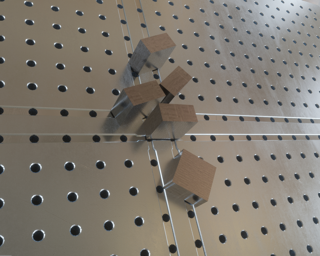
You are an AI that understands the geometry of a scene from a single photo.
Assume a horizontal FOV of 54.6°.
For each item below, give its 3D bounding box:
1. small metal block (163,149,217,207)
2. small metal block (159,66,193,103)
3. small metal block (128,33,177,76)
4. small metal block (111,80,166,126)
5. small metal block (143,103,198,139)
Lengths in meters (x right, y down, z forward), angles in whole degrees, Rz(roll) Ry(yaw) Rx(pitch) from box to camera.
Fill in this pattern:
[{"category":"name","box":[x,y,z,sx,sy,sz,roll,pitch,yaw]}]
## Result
[{"category":"small metal block","box":[0.038,0.063,0.390,0.050,0.025,0.050,30,52,-9]},{"category":"small metal block","box":[0.012,-0.051,0.429,0.025,0.050,0.050,41,51,0]},{"category":"small metal block","box":[-0.012,-0.107,0.451,0.050,0.050,0.025,-27,77,-37]},{"category":"small metal block","box":[-0.028,-0.032,0.396,0.050,0.050,0.025,-22,74,-36]},{"category":"small metal block","box":[0.013,-0.007,0.403,0.050,0.050,0.025,1,62,-28]}]
